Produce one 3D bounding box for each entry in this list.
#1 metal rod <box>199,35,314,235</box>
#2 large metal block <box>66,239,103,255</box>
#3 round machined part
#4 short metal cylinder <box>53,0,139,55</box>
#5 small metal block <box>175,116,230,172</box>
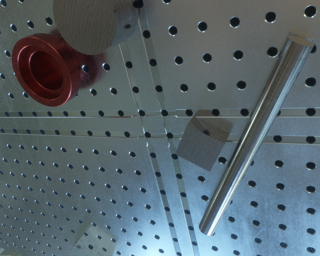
[{"bbox_3d":[0.101,0.034,0.378,0.025,0.025,0.298,24,127,13],"label":"metal rod"},{"bbox_3d":[-0.165,0.299,0.664,0.080,0.050,0.079,34,129,5],"label":"large metal block"},{"bbox_3d":[-0.149,-0.082,0.426,0.098,0.042,0.097,13,124,20],"label":"round machined part"},{"bbox_3d":[-0.072,-0.129,0.351,0.080,0.050,0.079,13,124,20],"label":"short metal cylinder"},{"bbox_3d":[0.053,0.020,0.395,0.050,0.025,0.050,27,128,11],"label":"small metal block"}]
